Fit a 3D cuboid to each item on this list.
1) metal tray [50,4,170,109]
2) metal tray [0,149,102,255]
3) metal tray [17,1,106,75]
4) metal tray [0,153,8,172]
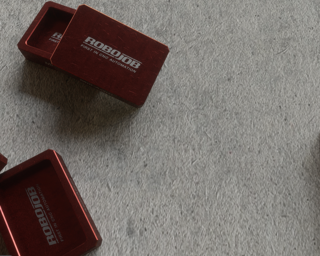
[{"bbox_3d":[-0.065,-0.094,0.415,0.131,0.030,0.090,26,82,-6],"label":"metal tray"},{"bbox_3d":[-0.138,0.102,0.367,0.090,0.030,0.130,-29,73,-10],"label":"metal tray"},{"bbox_3d":[-0.123,-0.123,0.449,0.131,0.030,0.090,21,71,7],"label":"metal tray"},{"bbox_3d":[-0.253,0.065,0.361,0.090,0.030,0.130,25,70,34],"label":"metal tray"}]
